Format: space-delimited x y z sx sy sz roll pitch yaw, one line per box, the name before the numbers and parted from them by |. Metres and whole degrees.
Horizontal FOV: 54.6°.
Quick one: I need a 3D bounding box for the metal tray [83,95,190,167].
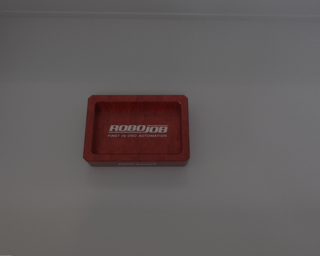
metal tray | -0.029 0.003 0.405 0.131 0.030 0.090 0 70 0
